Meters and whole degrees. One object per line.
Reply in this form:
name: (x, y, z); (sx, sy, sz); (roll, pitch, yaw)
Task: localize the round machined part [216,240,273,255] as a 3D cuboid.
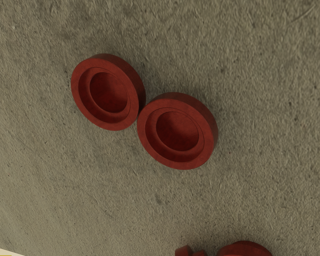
round machined part: (0.130, 0.205, 0.454); (0.098, 0.042, 0.097); (13, 124, 21)

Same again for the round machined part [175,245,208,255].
round machined part: (0.062, 0.229, 0.478); (0.042, 0.098, 0.098); (-24, 108, 4)

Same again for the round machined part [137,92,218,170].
round machined part: (0.024, 0.000, 0.383); (0.098, 0.042, 0.097); (13, 124, 21)

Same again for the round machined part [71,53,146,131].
round machined part: (-0.061, -0.049, 0.398); (0.098, 0.042, 0.097); (13, 124, 21)
